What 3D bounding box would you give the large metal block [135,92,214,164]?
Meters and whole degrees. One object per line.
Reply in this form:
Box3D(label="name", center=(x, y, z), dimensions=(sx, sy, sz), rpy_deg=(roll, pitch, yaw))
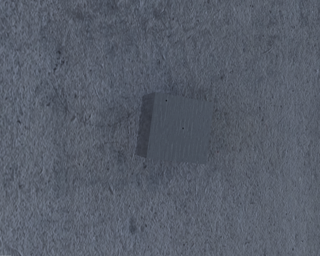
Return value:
Box3D(label="large metal block", center=(0.018, 0.001, 0.405), dimensions=(0.081, 0.050, 0.080), rpy_deg=(8, 87, -20))
